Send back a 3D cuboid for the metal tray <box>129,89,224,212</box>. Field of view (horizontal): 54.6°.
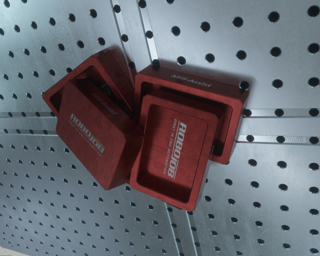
[{"bbox_3d":[0.017,0.028,0.376,0.090,0.030,0.129,18,114,18],"label":"metal tray"}]

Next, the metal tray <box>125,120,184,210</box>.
[{"bbox_3d":[-0.010,0.053,0.446,0.130,0.030,0.089,24,127,14],"label":"metal tray"}]

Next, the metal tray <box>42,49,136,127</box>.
[{"bbox_3d":[-0.097,-0.039,0.435,0.130,0.030,0.090,-24,105,37],"label":"metal tray"}]

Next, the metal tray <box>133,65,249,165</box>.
[{"bbox_3d":[0.032,-0.017,0.380,0.130,0.030,0.089,18,125,18],"label":"metal tray"}]

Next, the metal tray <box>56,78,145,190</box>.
[{"bbox_3d":[-0.084,0.005,0.403,0.130,0.030,0.089,41,125,29],"label":"metal tray"}]
